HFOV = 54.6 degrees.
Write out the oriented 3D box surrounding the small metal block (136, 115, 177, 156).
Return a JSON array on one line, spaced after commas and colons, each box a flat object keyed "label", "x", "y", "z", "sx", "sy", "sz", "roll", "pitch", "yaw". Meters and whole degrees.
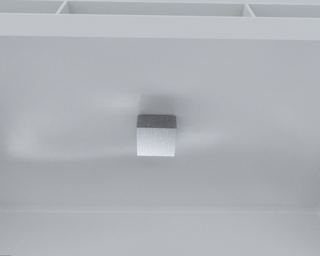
[{"label": "small metal block", "x": -0.005, "y": 0.011, "z": 0.413, "sx": 0.050, "sy": 0.025, "sz": 0.050, "roll": 1, "pitch": 130, "yaw": -1}]
